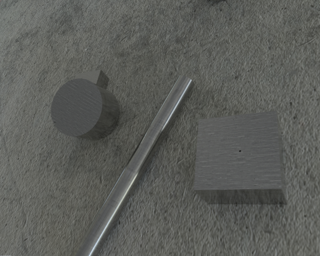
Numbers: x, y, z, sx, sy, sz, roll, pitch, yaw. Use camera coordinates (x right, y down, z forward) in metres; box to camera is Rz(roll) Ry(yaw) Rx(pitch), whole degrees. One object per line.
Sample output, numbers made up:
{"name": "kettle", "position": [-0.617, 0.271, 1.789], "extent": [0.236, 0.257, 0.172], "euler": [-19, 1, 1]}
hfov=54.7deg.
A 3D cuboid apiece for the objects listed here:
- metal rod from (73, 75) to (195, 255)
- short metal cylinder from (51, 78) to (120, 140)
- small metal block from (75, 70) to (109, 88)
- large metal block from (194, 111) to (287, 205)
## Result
{"name": "metal rod", "position": [-0.037, 0.061, 0.384], "extent": [0.025, 0.025, 0.300], "euler": [19, 72, 35]}
{"name": "short metal cylinder", "position": [-0.105, -0.025, 0.440], "extent": [0.080, 0.050, 0.080], "euler": [-3, 80, 19]}
{"name": "small metal block", "position": [-0.116, -0.064, 0.501], "extent": [0.050, 0.025, 0.050], "euler": [-4, 60, 26]}
{"name": "large metal block", "position": [0.084, 0.033, 0.323], "extent": [0.080, 0.050, 0.080], "euler": [-6, 59, 24]}
